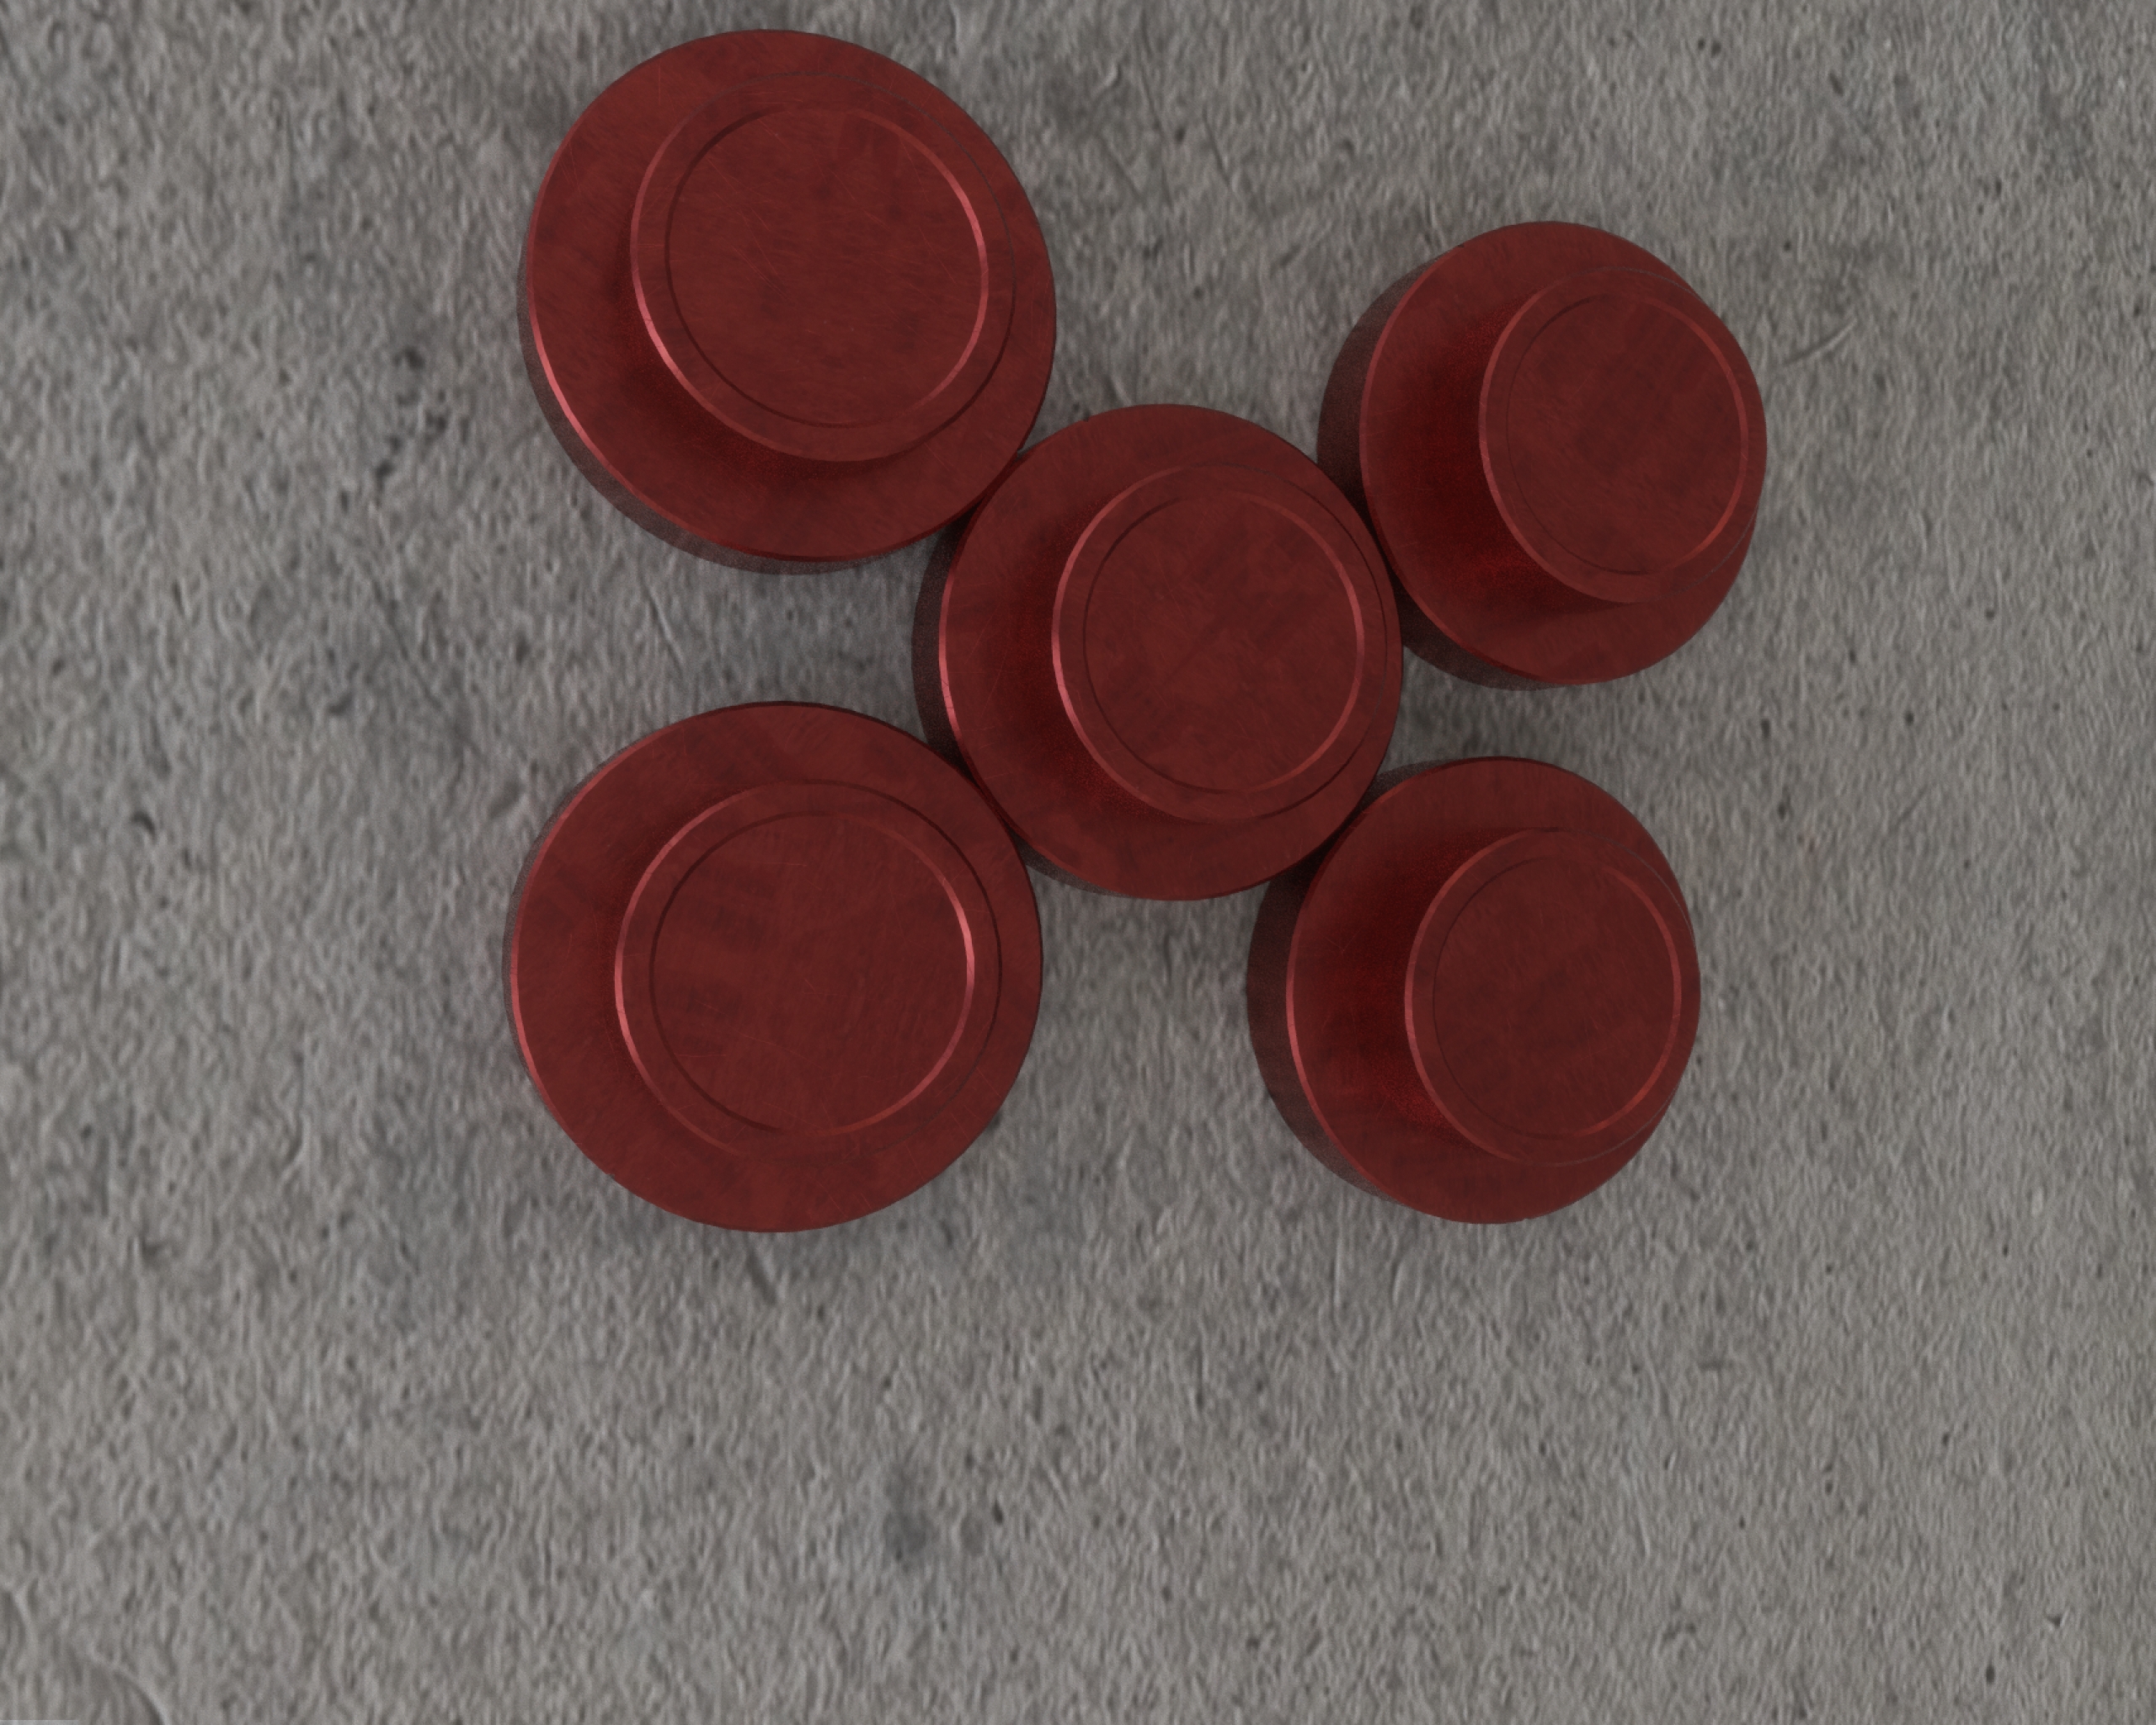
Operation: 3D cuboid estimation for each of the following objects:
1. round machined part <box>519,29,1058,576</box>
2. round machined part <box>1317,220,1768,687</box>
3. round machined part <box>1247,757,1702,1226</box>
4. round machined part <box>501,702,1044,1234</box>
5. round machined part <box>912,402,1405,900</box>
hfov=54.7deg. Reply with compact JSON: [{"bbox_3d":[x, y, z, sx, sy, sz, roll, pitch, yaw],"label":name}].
[{"bbox_3d":[-0.050,-0.104,0.381,0.099,0.042,0.097,0,90,-20],"label":"round machined part"},{"bbox_3d":[0.104,-0.086,0.438,0.099,0.042,0.097,0,90,-20],"label":"round machined part"},{"bbox_3d":[0.088,0.027,0.432,0.099,0.042,0.097,0,90,-20],"label":"round machined part"},{"bbox_3d":[-0.053,0.019,0.381,0.099,0.042,0.097,0,90,-20],"label":"round machined part"},{"bbox_3d":[0.021,-0.041,0.407,0.099,0.042,0.097,0,90,-20],"label":"round machined part"}]
